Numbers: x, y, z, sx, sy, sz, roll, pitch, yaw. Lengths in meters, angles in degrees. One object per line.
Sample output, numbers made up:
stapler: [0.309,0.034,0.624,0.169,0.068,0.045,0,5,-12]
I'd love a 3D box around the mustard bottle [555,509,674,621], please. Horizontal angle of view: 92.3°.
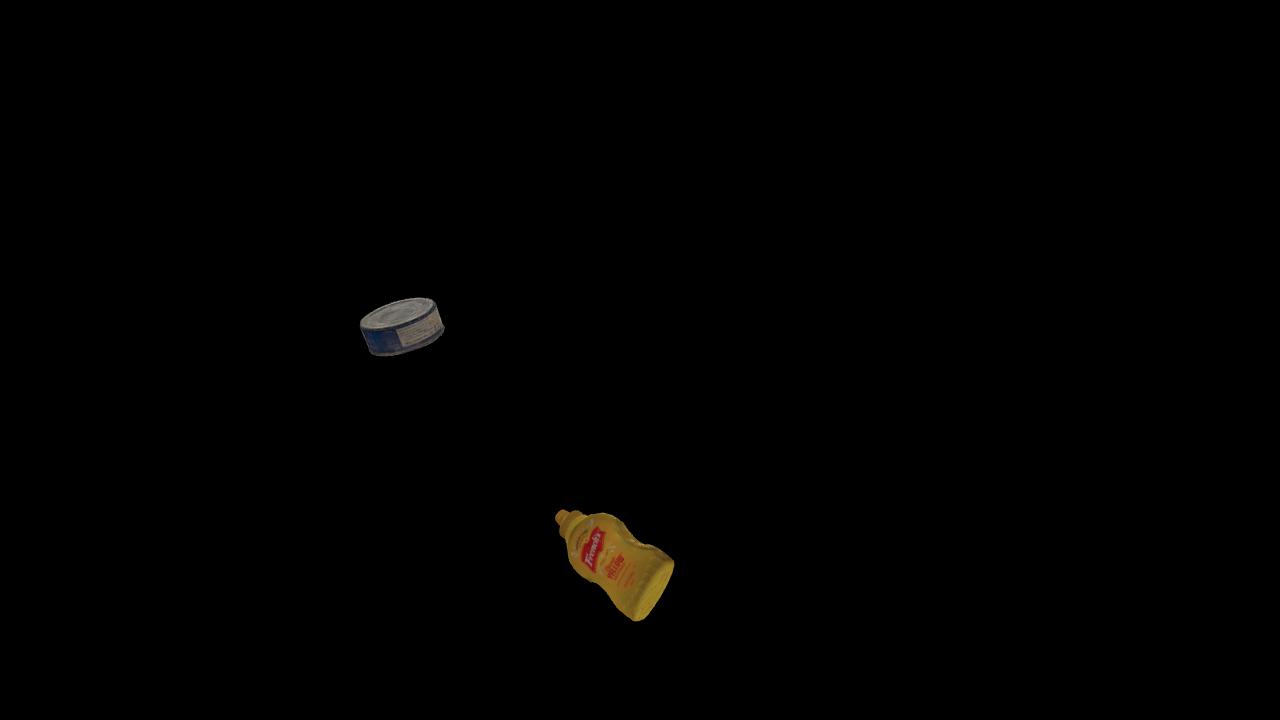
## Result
mustard bottle: [-0.047,0.255,0.822,0.184,0.092,0.054,29,5,33]

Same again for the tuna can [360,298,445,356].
tuna can: [-0.263,-0.038,0.681,0.084,0.034,0.084,-9,28,5]
